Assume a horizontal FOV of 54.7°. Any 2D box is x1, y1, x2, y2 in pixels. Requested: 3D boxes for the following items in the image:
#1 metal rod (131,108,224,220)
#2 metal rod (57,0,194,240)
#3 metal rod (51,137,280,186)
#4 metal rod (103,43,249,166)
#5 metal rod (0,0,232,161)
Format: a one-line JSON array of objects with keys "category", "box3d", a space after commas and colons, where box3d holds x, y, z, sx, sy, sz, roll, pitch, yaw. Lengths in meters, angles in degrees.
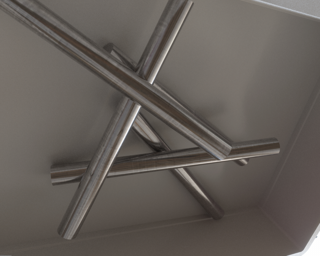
[{"category": "metal rod", "box3d": [0.031, 0.066, 0.465, 0.025, 0.025, 0.300, -40, 130, -1]}, {"category": "metal rod", "box3d": [-0.045, -0.002, 0.345, 0.025, 0.025, 0.298, 19, 105, -36]}, {"category": "metal rod", "box3d": [0.017, 0.041, 0.407, 0.302, 0.025, 0.025, -6, 122, -13]}, {"category": "metal rod", "box3d": [0.040, -0.014, 0.421, 0.301, 0.025, 0.025, 34, 99, -39]}, {"category": "metal rod", "box3d": [-0.043, -0.052, 0.298, 0.301, 0.025, 0.025, 34, 99, -22]}]
